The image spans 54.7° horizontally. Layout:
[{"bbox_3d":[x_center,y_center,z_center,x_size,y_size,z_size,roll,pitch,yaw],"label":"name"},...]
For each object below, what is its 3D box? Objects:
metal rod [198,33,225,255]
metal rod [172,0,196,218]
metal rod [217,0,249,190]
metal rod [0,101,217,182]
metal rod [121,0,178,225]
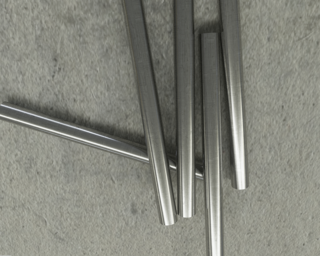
[{"bbox_3d":[0.068,0.033,0.401,0.025,0.025,0.298,-4,102,1],"label":"metal rod"},{"bbox_3d":[0.031,-0.030,0.382,0.025,0.025,0.298,-2,104,0],"label":"metal rod"},{"bbox_3d":[0.093,-0.057,0.389,0.025,0.025,0.298,-8,110,2],"label":"metal rod"},{"bbox_3d":[-0.060,0.023,0.417,0.302,0.025,0.025,18,109,-7],"label":"metal rod"},{"bbox_3d":[-0.011,-0.019,0.384,0.025,0.025,0.298,-9,103,3],"label":"metal rod"}]
